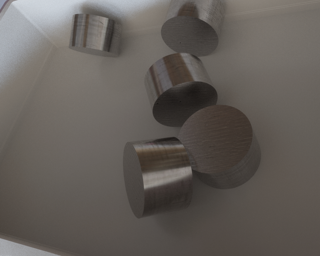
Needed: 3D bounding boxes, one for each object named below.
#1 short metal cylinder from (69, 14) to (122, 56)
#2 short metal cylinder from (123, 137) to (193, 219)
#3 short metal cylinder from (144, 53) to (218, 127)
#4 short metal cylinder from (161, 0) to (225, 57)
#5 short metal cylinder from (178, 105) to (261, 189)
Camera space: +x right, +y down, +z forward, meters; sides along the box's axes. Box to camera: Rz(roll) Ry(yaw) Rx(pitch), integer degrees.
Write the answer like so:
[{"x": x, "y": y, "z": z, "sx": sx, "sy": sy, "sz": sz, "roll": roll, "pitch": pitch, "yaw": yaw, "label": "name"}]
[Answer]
[{"x": -0.105, "y": -0.150, "z": 0.509, "sx": 0.080, "sy": 0.080, "sz": 0.050, "roll": 12, "pitch": 95, "yaw": 33, "label": "short metal cylinder"}, {"x": -0.005, "y": 0.052, "z": 0.333, "sx": 0.050, "sy": 0.079, "sz": 0.080, "roll": -6, "pitch": 50, "yaw": -20, "label": "short metal cylinder"}, {"x": 0.025, "y": -0.046, "z": 0.386, "sx": 0.080, "sy": 0.080, "sz": 0.050, "roll": -26, "pitch": 53, "yaw": 12, "label": "short metal cylinder"}, {"x": 0.047, "y": -0.146, "z": 0.435, "sx": 0.080, "sy": 0.080, "sz": 0.050, "roll": 2, "pitch": 63, "yaw": 29, "label": "short metal cylinder"}, {"x": 0.066, "y": 0.021, "z": 0.342, "sx": 0.080, "sy": 0.050, "sz": 0.080, "roll": -13, "pitch": 56, "yaw": 21, "label": "short metal cylinder"}]
